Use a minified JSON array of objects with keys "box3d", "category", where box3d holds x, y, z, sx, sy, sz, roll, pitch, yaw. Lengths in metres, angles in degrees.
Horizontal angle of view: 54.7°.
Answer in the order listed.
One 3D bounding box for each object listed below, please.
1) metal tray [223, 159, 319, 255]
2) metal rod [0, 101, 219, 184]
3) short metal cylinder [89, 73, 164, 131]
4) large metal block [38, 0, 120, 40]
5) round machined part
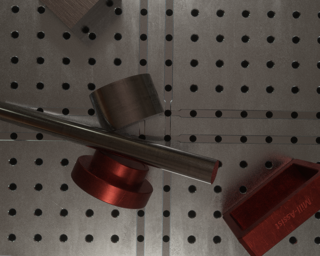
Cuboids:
[{"box3d":[0.145,0.093,0.382,0.130,0.090,0.030,-38,90,0],"category":"metal tray"},{"box3d":[-0.082,0.009,0.357,0.301,0.025,0.025,14,90,21],"category":"metal rod"},{"box3d":[-0.041,-0.029,0.385,0.080,0.080,0.050,-21,90,0],"category":"short metal cylinder"},{"box3d":[-0.109,-0.176,0.399,0.080,0.050,0.080,44,90,-1],"category":"large metal block"},{"box3d":[-0.052,0.054,0.375,0.098,0.098,0.042,25,95,-1],"category":"round machined part"}]
